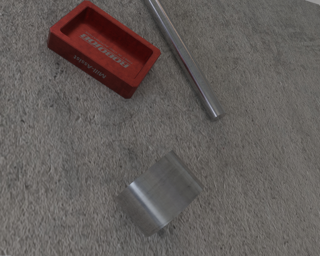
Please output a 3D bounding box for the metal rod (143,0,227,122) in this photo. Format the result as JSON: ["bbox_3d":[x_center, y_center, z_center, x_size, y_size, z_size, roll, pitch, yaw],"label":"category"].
[{"bbox_3d":[0.024,-0.144,0.503,0.025,0.025,0.299,-15,70,-34],"label":"metal rod"}]

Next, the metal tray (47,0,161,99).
[{"bbox_3d":[-0.073,-0.110,0.427,0.130,0.030,0.090,34,51,-6],"label":"metal tray"}]

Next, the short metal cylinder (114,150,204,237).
[{"bbox_3d":[-0.001,0.068,0.327,0.050,0.080,0.081,49,51,6],"label":"short metal cylinder"}]
